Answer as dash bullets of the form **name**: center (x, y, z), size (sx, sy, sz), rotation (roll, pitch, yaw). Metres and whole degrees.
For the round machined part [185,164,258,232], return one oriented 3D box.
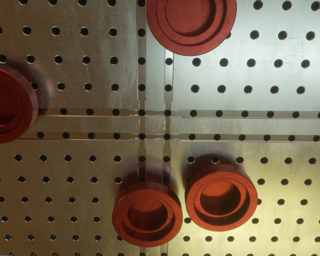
- **round machined part**: center (0.084, 0.094, 0.440), size (0.099, 0.042, 0.097), rotation (0, 110, -1)

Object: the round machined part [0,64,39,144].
- **round machined part**: center (-0.202, -0.033, 0.389), size (0.099, 0.042, 0.097), rotation (0, 110, -1)

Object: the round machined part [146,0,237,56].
- **round machined part**: center (0.034, -0.134, 0.355), size (0.099, 0.042, 0.097), rotation (0, 110, -1)

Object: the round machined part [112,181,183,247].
- **round machined part**: center (-0.017, 0.120, 0.448), size (0.099, 0.042, 0.097), rotation (0, 110, -1)
